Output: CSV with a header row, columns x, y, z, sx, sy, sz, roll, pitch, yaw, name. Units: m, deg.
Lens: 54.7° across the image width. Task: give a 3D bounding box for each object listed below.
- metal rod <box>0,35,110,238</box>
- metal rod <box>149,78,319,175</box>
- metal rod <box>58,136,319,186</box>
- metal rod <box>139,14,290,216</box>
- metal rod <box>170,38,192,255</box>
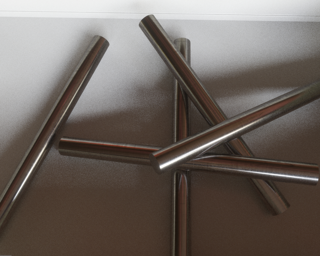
x,y,z,sx,sy,sz,roll,pitch,yaw,name
-0.144,0.002,0.407,0.025,0.025,0.300,22,71,7,metal rod
0.124,-0.016,0.384,0.302,0.025,0.025,-23,71,-22,metal rod
0.023,0.037,0.369,0.301,0.025,0.025,5,70,11,metal rod
0.064,-0.023,0.399,0.025,0.025,0.299,-32,81,-11,metal rod
0.028,0.015,0.404,0.025,0.025,0.299,2,70,0,metal rod
